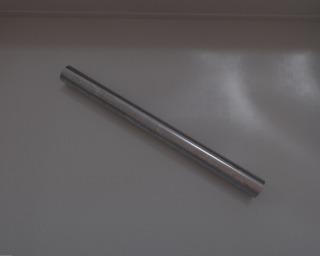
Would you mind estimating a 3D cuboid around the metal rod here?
[{"bbox_3d":[-0.004,0.000,0.407,0.301,0.025,0.025,31,73,10],"label":"metal rod"}]
